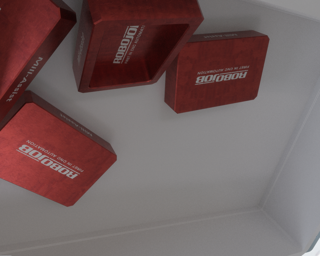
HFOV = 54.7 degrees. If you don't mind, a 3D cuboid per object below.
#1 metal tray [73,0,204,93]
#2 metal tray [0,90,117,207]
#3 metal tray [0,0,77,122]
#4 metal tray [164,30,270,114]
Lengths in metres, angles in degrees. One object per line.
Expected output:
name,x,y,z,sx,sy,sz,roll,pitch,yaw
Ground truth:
metal tray,-0.029,-0.076,0.289,0.091,0.030,0.129,-11,167,-23
metal tray,-0.126,0.029,0.355,0.090,0.030,0.130,-46,129,4
metal tray,-0.141,-0.069,0.243,0.090,0.030,0.130,43,105,-3
metal tray,0.073,-0.074,0.399,0.131,0.030,0.089,-11,123,-22
